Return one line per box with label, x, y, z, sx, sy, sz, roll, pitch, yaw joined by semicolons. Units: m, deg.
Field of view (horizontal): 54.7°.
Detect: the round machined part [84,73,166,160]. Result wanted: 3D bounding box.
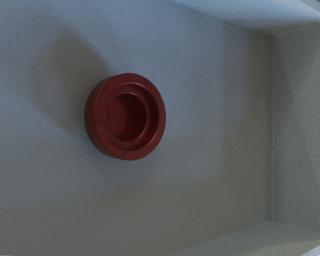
round machined part;-0.044;-0.013;0.361;0.099;0.042;0.097;0;90;-40
